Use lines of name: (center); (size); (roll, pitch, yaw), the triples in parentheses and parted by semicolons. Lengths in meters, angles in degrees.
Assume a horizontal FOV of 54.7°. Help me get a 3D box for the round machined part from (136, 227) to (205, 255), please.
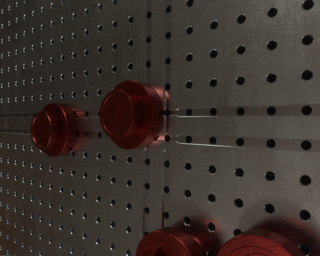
round machined part: (0.019, 0.171, 0.381); (0.098, 0.042, 0.097); (0, 90, 39)

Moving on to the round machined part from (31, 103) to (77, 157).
round machined part: (-0.195, 0.003, 0.556); (0.098, 0.042, 0.097); (0, 90, 39)

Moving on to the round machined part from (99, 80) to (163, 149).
round machined part: (-0.047, -0.018, 0.435); (0.098, 0.042, 0.097); (0, 90, 39)

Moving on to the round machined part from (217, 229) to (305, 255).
round machined part: (0.107, 0.151, 0.309); (0.098, 0.042, 0.097); (0, 90, 39)
